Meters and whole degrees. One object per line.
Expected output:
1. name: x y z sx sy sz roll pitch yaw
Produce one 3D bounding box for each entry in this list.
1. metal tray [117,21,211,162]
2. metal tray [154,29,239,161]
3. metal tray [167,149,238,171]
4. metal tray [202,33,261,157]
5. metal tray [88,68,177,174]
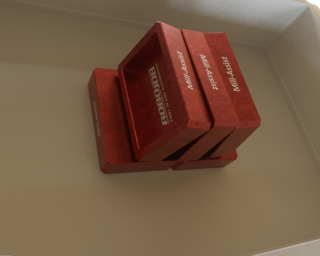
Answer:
1. metal tray: -0.002 -0.038 0.342 0.030 0.090 0.130 8 57 -39
2. metal tray: 0.034 -0.038 0.362 0.030 0.090 0.130 0 60 -28
3. metal tray: 0.046 -0.009 0.430 0.091 0.030 0.130 0 62 -28
4. metal tray: 0.070 -0.040 0.382 0.030 0.090 0.130 -7 65 -15
5. metal tray: -0.035 -0.011 0.387 0.091 0.030 0.130 0 62 -28
